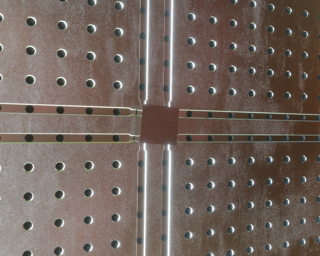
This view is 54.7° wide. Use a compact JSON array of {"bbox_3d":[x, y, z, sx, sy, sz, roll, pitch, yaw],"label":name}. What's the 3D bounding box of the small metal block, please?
[{"bbox_3d":[-0.004,-0.004,0.412,0.050,0.025,0.050,5,88,-20],"label":"small metal block"}]
